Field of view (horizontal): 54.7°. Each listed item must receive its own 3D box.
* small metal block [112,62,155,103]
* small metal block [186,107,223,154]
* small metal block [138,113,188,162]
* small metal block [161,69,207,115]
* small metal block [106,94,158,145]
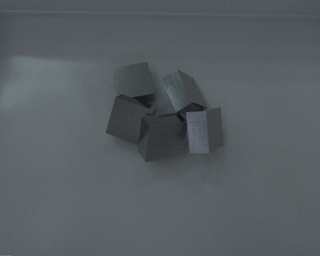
[{"bbox_3d":[-0.037,-0.060,0.431,0.050,0.025,0.050,-11,70,-4],"label":"small metal block"},{"bbox_3d":[0.057,0.002,0.385,0.025,0.050,0.050,-2,98,30],"label":"small metal block"},{"bbox_3d":[0.003,0.011,0.382,0.050,0.050,0.025,-7,33,-25],"label":"small metal block"},{"bbox_3d":[0.034,-0.045,0.410,0.025,0.050,0.050,-32,70,24],"label":"small metal block"},{"bbox_3d":[-0.036,-0.010,0.400,0.050,0.025,0.050,20,107,7],"label":"small metal block"}]
